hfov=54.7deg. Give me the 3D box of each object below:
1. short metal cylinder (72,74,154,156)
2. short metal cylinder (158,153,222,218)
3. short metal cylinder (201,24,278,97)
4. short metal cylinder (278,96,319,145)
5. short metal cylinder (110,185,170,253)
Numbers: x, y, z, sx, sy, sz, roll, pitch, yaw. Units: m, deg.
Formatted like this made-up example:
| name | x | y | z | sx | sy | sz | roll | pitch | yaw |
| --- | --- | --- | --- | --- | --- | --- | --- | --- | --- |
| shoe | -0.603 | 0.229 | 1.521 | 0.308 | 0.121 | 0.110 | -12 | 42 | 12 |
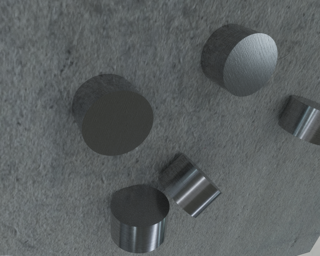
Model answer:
| name | x | y | z | sx | sy | sz | roll | pitch | yaw |
| --- | --- | --- | --- | --- | --- | --- | --- | --- | --- |
| short metal cylinder | -0.054 | -0.015 | 0.353 | 0.081 | 0.050 | 0.079 | -14 | 125 | -21 |
| short metal cylinder | 0.043 | 0.082 | 0.447 | 0.050 | 0.080 | 0.080 | -45 | 130 | 3 |
| short metal cylinder | 0.100 | -0.086 | 0.394 | 0.081 | 0.050 | 0.079 | -14 | 125 | -21 |
| short metal cylinder | 0.240 | -0.013 | 0.497 | 0.081 | 0.080 | 0.050 | 6 | 115 | -32 |
| short metal cylinder | -0.029 | 0.126 | 0.435 | 0.081 | 0.080 | 0.050 | -10 | 123 | -24 |
